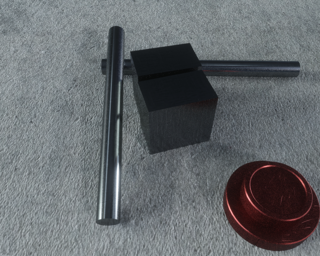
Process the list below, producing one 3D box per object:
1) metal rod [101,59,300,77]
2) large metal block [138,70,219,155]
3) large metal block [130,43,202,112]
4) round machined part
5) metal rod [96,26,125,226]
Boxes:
[{"bbox_3d":[0.062,-0.093,0.482,0.302,0.025,0.025,1,50,0],"label":"metal rod"},{"bbox_3d":[0.019,-0.019,0.383,0.081,0.080,0.050,-13,52,-11],"label":"large metal block"},{"bbox_3d":[0.007,-0.062,0.420,0.081,0.080,0.050,-11,51,-9],"label":"large metal block"},{"bbox_3d":[0.120,0.075,0.331,0.099,0.042,0.098,0,50,0],"label":"round machined part"},{"bbox_3d":[-0.061,-0.027,0.404,0.025,0.025,0.299,-2,56,-2],"label":"metal rod"}]
